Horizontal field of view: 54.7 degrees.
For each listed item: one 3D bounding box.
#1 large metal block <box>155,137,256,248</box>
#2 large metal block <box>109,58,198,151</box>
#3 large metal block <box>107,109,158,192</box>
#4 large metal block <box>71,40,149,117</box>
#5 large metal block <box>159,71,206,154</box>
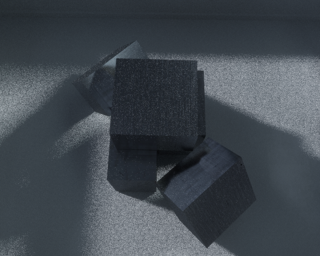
[{"bbox_3d":[0.053,0.072,0.345,0.080,0.080,0.050,-40,40,-13],"label":"large metal block"},{"bbox_3d":[-0.004,-0.022,0.317,0.080,0.050,0.080,2,70,0],"label":"large metal block"},{"bbox_3d":[-0.029,0.030,0.368,0.050,0.080,0.080,1,70,0],"label":"large metal block"},{"bbox_3d":[-0.058,-0.062,0.393,0.080,0.080,0.050,-41,110,-14],"label":"large metal block"},{"bbox_3d":[0.025,-0.016,0.384,0.050,0.080,0.080,1,70,0],"label":"large metal block"}]
